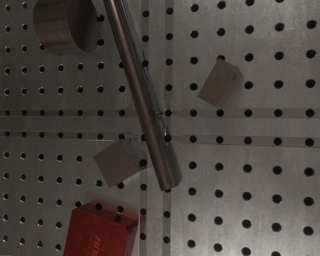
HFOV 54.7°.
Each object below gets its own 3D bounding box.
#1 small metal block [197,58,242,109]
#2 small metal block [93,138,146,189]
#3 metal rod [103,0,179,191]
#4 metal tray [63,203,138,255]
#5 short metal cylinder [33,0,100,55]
[{"bbox_3d":[0.073,-0.052,0.373,0.025,0.050,0.050,32,100,17],"label":"small metal block"},{"bbox_3d":[-0.057,0.049,0.432,0.050,0.025,0.050,-32,80,16],"label":"small metal block"},{"bbox_3d":[-0.031,-0.063,0.422,0.025,0.025,0.299,-19,84,18],"label":"metal rod"},{"bbox_3d":[-0.091,0.184,0.441,0.090,0.030,0.129,14,95,19],"label":"metal tray"},{"bbox_3d":[-0.125,-0.142,0.426,0.050,0.080,0.079,-1,90,20],"label":"short metal cylinder"}]
